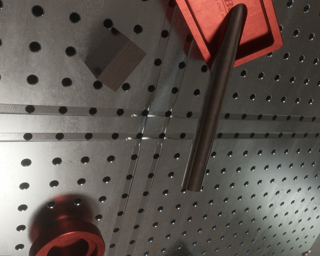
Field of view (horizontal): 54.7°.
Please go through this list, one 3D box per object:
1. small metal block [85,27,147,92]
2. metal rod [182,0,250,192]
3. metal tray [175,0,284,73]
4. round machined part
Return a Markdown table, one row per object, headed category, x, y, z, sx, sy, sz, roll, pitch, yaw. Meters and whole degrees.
| category | x | y | z | sx | sy | sz | roll | pitch | yaw |
| --- | --- | --- | --- | --- | --- | --- | --- | --- | --- |
| small metal block | -0.048 | -0.073 | 0.325 | 0.025 | 0.050 | 0.050 | 35 | 99 | -39 |
| metal rod | 0.073 | -0.067 | 0.367 | 0.025 | 0.025 | 0.298 | 7 | 101 | -32 |
| metal tray | 0.076 | -0.130 | 0.346 | 0.090 | 0.030 | 0.130 | -21 | 132 | 18 |
| round machined part | -0.130 | 0.166 | 0.433 | 0.099 | 0.042 | 0.097 | -14 | 124 | -21 |
